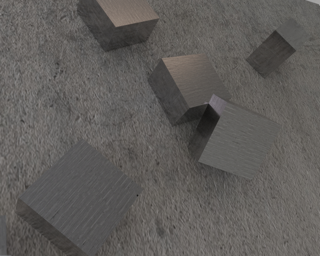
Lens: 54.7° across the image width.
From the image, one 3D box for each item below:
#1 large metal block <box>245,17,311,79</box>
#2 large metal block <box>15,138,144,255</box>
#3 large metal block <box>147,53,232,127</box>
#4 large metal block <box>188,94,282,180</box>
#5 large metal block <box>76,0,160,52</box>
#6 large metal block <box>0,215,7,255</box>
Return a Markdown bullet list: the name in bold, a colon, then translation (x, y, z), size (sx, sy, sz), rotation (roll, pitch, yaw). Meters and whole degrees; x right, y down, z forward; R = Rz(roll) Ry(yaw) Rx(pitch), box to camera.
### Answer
- **large metal block**: translation (0.219, -0.148, 0.577), size (0.050, 0.080, 0.080), rotation (47, 51, 5)
- **large metal block**: translation (-0.078, 0.071, 0.303), size (0.080, 0.050, 0.080), rotation (40, 51, -1)
- **large metal block**: translation (0.041, -0.056, 0.444), size (0.081, 0.050, 0.080), rotation (-16, 70, -34)
- **large metal block**: translation (0.094, 0.011, 0.404), size (0.080, 0.080, 0.050), rotation (21, 13, -16)
- **large metal block**: translation (-0.062, -0.167, 0.456), size (0.081, 0.050, 0.080), rotation (-27, 77, -37)
- **large metal block**: translation (-0.160, 0.116, 0.231), size (0.081, 0.050, 0.080), rotation (0, 62, -28)
